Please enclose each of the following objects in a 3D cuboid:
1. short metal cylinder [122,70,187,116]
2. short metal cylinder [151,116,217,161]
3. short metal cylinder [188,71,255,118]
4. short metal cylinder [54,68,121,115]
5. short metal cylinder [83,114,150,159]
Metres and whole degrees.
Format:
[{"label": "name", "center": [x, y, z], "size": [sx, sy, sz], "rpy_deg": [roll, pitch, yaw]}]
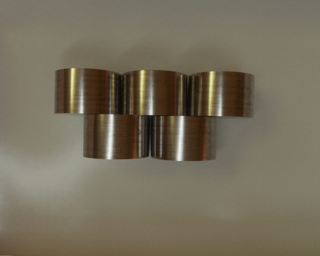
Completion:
[{"label": "short metal cylinder", "center": [-0.007, -0.039, 0.382], "size": [0.081, 0.080, 0.050], "rpy_deg": [1, 90, 0]}, {"label": "short metal cylinder", "center": [0.029, 0.011, 0.382], "size": [0.081, 0.080, 0.050], "rpy_deg": [1, 90, 0]}, {"label": "short metal cylinder", "center": [0.074, -0.038, 0.383], "size": [0.081, 0.080, 0.050], "rpy_deg": [2, 90, 0]}, {"label": "short metal cylinder", "center": [-0.088, -0.041, 0.381], "size": [0.081, 0.080, 0.050], "rpy_deg": [1, 90, 0]}, {"label": "short metal cylinder", "center": [-0.053, 0.009, 0.382], "size": [0.081, 0.080, 0.050], "rpy_deg": [1, 90, 0]}]
